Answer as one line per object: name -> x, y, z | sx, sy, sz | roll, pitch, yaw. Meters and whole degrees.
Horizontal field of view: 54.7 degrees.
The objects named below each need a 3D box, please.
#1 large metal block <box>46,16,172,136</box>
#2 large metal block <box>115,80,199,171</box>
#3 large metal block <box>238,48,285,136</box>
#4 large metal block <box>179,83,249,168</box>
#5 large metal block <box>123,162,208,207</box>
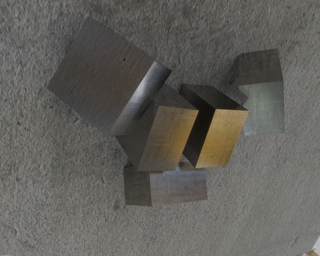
large metal block -> -0.049, -0.048, 0.306 | 0.080, 0.080, 0.050 | -56, 164, 11
large metal block -> -0.009, -0.005, 0.367 | 0.050, 0.080, 0.079 | 5, 116, -31
large metal block -> 0.134, -0.048, 0.411 | 0.050, 0.080, 0.080 | -5, 129, 18
large metal block -> 0.058, -0.005, 0.403 | 0.050, 0.080, 0.079 | 1, 118, -29
large metal block -> 0.005, 0.074, 0.415 | 0.081, 0.080, 0.050 | 1, 79, -29
